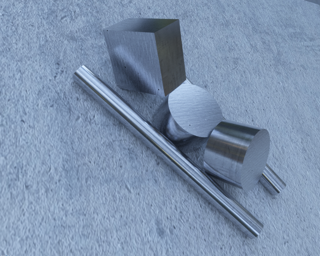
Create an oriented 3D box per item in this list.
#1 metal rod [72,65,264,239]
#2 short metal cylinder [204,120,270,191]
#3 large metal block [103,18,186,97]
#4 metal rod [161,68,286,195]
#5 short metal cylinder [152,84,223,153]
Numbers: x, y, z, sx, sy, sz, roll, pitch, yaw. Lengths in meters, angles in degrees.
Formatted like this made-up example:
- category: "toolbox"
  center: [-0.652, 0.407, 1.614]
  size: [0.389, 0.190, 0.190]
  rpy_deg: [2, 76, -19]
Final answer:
- category: "metal rod"
  center: [0.010, 0.030, 0.391]
  size: [0.300, 0.025, 0.025]
  rpy_deg: [42, 51, 0]
- category: "short metal cylinder"
  center: [0.099, 0.034, 0.395]
  size: [0.050, 0.079, 0.081]
  rpy_deg: [17, 39, 37]
- category: "large metal block"
  center: [-0.018, -0.093, 0.397]
  size: [0.080, 0.080, 0.050]
  rpy_deg: [15, 41, 34]
- category: "metal rod"
  center: [0.071, -0.023, 0.457]
  size: [0.300, 0.025, 0.025]
  rpy_deg: [48, 51, 6]
- category: "short metal cylinder"
  center: [0.036, -0.012, 0.416]
  size: [0.081, 0.050, 0.080]
  rpy_deg: [14, 56, -21]
